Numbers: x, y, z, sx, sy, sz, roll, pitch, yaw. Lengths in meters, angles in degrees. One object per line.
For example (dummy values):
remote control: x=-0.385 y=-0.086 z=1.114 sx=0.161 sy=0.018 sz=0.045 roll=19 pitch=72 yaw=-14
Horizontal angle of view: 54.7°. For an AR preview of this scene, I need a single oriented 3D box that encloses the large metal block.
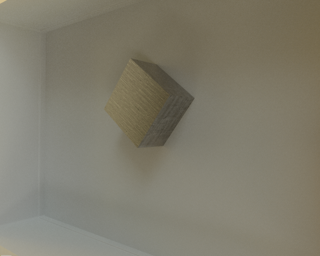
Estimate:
large metal block: x=-0.016 y=-0.031 z=0.402 sx=0.080 sy=0.050 sz=0.080 roll=46 pitch=117 yaw=29
